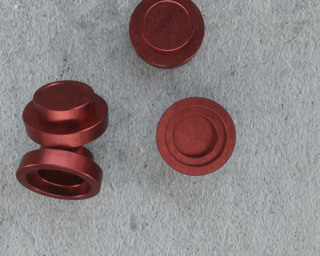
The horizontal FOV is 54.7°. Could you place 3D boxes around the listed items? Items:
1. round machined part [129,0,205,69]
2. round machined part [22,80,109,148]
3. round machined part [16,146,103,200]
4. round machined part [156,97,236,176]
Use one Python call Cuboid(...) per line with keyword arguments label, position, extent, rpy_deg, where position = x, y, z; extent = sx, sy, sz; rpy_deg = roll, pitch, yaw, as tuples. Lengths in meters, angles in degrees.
Cuboid(label="round machined part", position=(0.009, -0.129, 0.401), extent=(0.099, 0.042, 0.097), rpy_deg=(0, 90, 0))
Cuboid(label="round machined part", position=(-0.112, -0.023, 0.370), extent=(0.099, 0.098, 0.042), rpy_deg=(5, 127, 0))
Cuboid(label="round machined part", position=(-0.119, 0.050, 0.382), extent=(0.099, 0.097, 0.042), rpy_deg=(4, 55, 0))
Cuboid(label="round machined part", position=(0.045, 0.010, 0.402), extent=(0.099, 0.042, 0.097), rpy_deg=(0, 90, 0))
